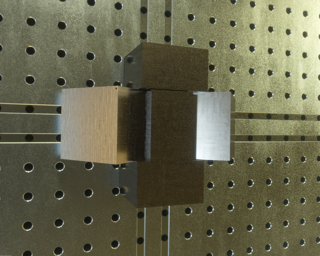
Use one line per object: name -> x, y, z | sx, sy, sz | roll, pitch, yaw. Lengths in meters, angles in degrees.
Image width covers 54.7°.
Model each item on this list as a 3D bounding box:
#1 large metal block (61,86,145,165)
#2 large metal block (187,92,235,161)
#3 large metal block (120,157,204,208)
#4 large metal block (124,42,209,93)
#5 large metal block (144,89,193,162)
large metal block -> -0.065, -0.004, 0.353 | 0.050, 0.080, 0.079 | 0, 91, -60
large metal block -> 0.069, -0.002, 0.401 | 0.050, 0.080, 0.079 | 1, 89, 17
large metal block -> -0.001, 0.061, 0.383 | 0.081, 0.080, 0.050 | 1, 90, -20
large metal block -> 0.005, -0.068, 0.385 | 0.081, 0.080, 0.050 | 1, 90, -20
large metal block -> 0.000, -0.002, 0.383 | 0.050, 0.080, 0.079 | 1, 90, -20
